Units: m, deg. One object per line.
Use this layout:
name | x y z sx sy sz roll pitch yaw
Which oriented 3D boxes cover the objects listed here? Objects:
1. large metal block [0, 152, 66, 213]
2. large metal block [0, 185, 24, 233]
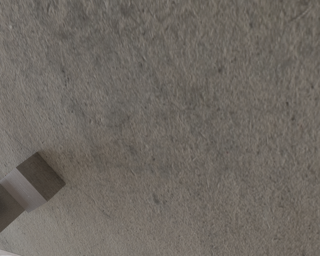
large metal block | -0.237 0.102 0.576 0.080 0.050 0.080 -32 101 38
large metal block | -0.343 0.166 0.651 0.050 0.080 0.080 -24 106 36
